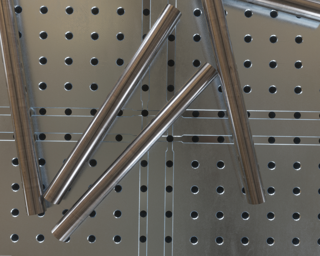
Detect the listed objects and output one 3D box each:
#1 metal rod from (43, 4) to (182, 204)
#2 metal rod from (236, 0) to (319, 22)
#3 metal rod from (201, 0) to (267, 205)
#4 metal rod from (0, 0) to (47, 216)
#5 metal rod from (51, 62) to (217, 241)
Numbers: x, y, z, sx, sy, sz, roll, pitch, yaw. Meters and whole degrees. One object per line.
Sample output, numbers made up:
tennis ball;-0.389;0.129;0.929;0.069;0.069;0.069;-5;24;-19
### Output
metal rod;-0.063;-0.031;0.412;0.025;0.025;0.299;33;90;0
metal rod;0.078;-0.191;0.413;0.301;0.025;0.025;15;90;0
metal rod;0.094;-0.047;0.401;0.025;0.025;0.299;-14;95;0
metal rod;-0.187;-0.035;0.412;0.025;0.025;0.298;-9;90;0
metal rod;-0.033;0.031;0.413;0.025;0.025;0.300;43;90;0
